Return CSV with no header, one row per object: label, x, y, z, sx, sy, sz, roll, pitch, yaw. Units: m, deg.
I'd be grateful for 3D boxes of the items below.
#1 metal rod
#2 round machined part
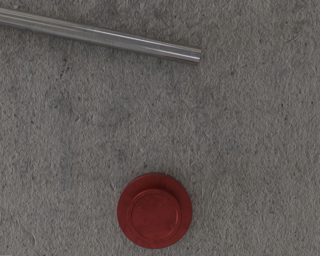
metal rod,-0.096,-0.124,0.408,0.302,0.025,0.025,11,90,0
round machined part,-0.007,0.109,0.401,0.099,0.042,0.097,0,90,0
